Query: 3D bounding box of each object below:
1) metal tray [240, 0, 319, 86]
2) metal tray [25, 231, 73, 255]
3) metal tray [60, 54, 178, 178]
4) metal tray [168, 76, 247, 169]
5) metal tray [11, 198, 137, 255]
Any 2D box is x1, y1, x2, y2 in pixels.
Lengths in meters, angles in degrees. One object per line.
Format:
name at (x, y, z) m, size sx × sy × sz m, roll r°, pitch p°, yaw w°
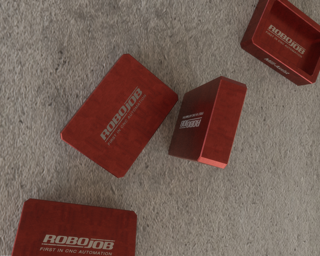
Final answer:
metal tray at (0.197, -0.134, 0.478) m, size 0.131 × 0.030 × 0.090 m, roll 27°, pitch 81°, yaw -18°
metal tray at (-0.108, 0.188, 0.367) m, size 0.130 × 0.030 × 0.090 m, roll 36°, pitch 78°, yaw -17°
metal tray at (-0.049, -0.015, 0.388) m, size 0.090 × 0.030 × 0.130 m, roll 39°, pitch 78°, yaw -16°
metal tray at (0.050, -0.004, 0.370) m, size 0.030 × 0.130 × 0.090 m, roll 17°, pitch 84°, yaw -11°
metal tray at (-0.094, 0.135, 0.351) m, size 0.131 × 0.030 × 0.090 m, roll 13°, pitch 58°, yaw -20°
